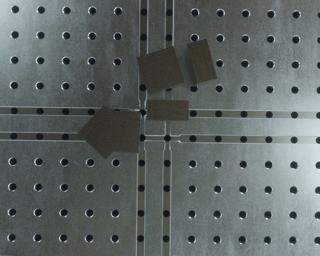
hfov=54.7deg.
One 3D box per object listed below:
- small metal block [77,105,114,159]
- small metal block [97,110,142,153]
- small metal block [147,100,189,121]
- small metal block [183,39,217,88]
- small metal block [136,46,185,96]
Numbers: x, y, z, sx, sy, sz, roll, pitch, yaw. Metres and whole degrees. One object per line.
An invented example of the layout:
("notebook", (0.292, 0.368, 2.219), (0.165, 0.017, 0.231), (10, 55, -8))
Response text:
("small metal block", (-0.071, 0.005, 0.412), (0.050, 0.025, 0.050), (43, 90, -1))
("small metal block", (-0.050, 0.004, 0.388), (0.050, 0.025, 0.050), (4, 90, -1))
("small metal block", (0.010, -0.022, 0.401), (0.050, 0.050, 0.025), (1, 90, -1))
("small metal block", (0.051, -0.082, 0.402), (0.025, 0.050, 0.050), (-15, 90, 0))
("small metal block", (0.001, -0.075, 0.413), (0.050, 0.025, 0.050), (-18, 90, -1))
